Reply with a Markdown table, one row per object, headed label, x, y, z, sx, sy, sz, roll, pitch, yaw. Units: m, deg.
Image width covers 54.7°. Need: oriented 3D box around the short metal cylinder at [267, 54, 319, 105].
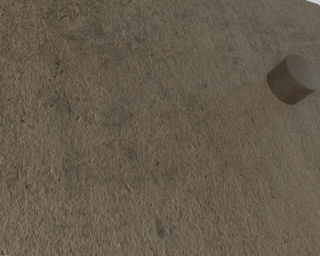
| label | x | y | z | sx | sy | sz | roll | pitch | yaw |
| --- | --- | --- | --- | --- | --- | --- | --- | --- | --- |
| short metal cylinder | 0.248 | -0.090 | 0.576 | 0.081 | 0.050 | 0.080 | 14 | 56 | -21 |
